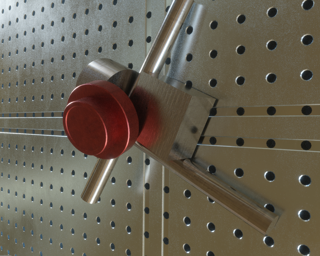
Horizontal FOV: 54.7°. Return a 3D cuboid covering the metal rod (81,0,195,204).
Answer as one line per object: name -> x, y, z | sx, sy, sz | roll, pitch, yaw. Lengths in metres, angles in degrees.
metal rod -> -0.035, -0.031, 0.410 | 0.025, 0.025, 0.298 | 34, 104, 34

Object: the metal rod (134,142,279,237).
metal rod -> 0.008, 0.036, 0.400 | 0.300, 0.025, 0.025 | 31, 109, 35

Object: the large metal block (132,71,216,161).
large metal block -> 0.009, -0.016, 0.380 | 0.080, 0.050, 0.079 | 32, 110, 35

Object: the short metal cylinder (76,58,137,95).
short metal cylinder -> -0.067, -0.050, 0.426 | 0.050, 0.081, 0.079 | 31, 109, 35

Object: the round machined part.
round machined part -> -0.078, -0.005, 0.375 | 0.098, 0.042, 0.097 | 13, 116, 28
